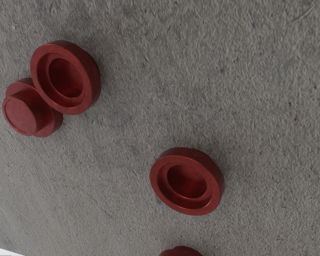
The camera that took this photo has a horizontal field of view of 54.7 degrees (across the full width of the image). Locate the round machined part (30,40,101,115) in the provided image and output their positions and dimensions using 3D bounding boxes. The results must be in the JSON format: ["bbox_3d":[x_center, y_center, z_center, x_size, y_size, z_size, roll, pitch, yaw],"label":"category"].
[{"bbox_3d":[-0.120,-0.070,0.416,0.098,0.042,0.097,13,124,21],"label":"round machined part"}]

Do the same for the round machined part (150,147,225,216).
[{"bbox_3d":[0.039,0.066,0.416,0.098,0.042,0.097,13,124,21],"label":"round machined part"}]

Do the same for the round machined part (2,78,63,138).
[{"bbox_3d":[-0.207,-0.026,0.489,0.098,0.042,0.097,13,124,21],"label":"round machined part"}]

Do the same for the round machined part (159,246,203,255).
[{"bbox_3d":[0.042,0.239,0.522,0.098,0.042,0.097,13,124,21],"label":"round machined part"}]
